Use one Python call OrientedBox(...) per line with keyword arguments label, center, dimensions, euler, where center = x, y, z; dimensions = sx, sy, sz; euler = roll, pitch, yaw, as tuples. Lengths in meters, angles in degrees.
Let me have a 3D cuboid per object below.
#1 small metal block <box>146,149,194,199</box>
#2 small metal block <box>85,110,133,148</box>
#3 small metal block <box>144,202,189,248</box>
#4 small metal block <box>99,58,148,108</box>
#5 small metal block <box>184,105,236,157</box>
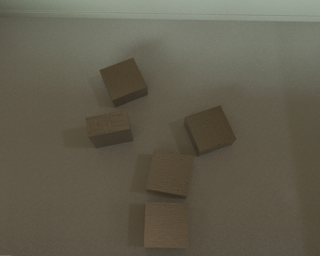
OrientedBox(label="small metal block", center=(0.012, 0.058, 0.389), dimensions=(0.050, 0.025, 0.050), euler=(10, 70, 3))
OrientedBox(label="small metal block", center=(-0.063, 0.003, 0.395), dimensions=(0.050, 0.050, 0.025), euler=(-11, 71, -4))
OrientedBox(label="small metal block", center=(0.008, 0.115, 0.368), dimensions=(0.050, 0.025, 0.050), euler=(1, 70, 0))
OrientedBox(label="small metal block", center=(-0.050, -0.063, 0.432), dimensions=(0.050, 0.025, 0.050), euler=(-23, 72, -9))
OrientedBox(label="small metal block", center=(0.065, 0.004, 0.409), dimensions=(0.050, 0.025, 0.050), euler=(-19, 71, -7))
